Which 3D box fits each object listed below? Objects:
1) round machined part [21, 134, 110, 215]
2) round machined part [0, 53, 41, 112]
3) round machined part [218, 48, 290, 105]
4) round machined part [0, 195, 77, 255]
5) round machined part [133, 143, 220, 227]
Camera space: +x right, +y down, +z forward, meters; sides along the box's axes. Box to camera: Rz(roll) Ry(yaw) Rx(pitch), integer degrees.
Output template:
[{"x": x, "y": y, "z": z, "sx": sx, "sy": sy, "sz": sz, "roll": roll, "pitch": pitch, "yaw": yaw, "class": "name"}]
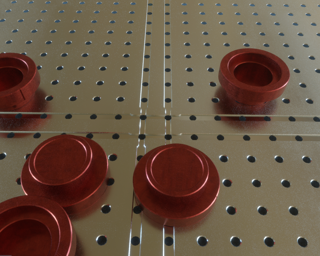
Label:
[{"x": -0.110, "y": 0.046, "z": 0.357, "sx": 0.099, "sy": 0.042, "sz": 0.098, "roll": 0, "pitch": 50, "yaw": 0, "class": "round machined part"}, {"x": -0.223, "y": -0.062, "z": 0.446, "sx": 0.099, "sy": 0.042, "sz": 0.098, "roll": 0, "pitch": 50, "yaw": 0, "class": "round machined part"}, {"x": 0.136, "y": -0.072, "z": 0.459, "sx": 0.099, "sy": 0.042, "sz": 0.098, "roll": 0, "pitch": 50, "yaw": 0, "class": "round machined part"}, {"x": -0.130, "y": 0.118, "z": 0.296, "sx": 0.099, "sy": 0.042, "sz": 0.098, "roll": 0, "pitch": 50, "yaw": 0, "class": "round machined part"}, {"x": 0.019, "y": 0.056, "z": 0.350, "sx": 0.099, "sy": 0.042, "sz": 0.098, "roll": 0, "pitch": 50, "yaw": 0, "class": "round machined part"}]
